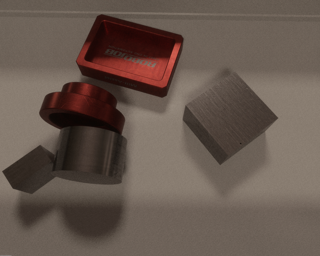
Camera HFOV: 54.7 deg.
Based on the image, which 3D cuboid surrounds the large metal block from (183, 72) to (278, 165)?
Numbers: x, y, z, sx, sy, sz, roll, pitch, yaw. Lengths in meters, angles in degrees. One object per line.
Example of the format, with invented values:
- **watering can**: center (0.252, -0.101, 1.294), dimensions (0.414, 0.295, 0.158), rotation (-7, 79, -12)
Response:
- **large metal block**: center (0.088, -0.012, 0.402), dimensions (0.080, 0.050, 0.080), rotation (-35, 74, -12)

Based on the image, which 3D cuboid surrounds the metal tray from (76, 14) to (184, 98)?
- **metal tray**: center (-0.041, -0.104, 0.444), dimensions (0.131, 0.030, 0.090), rotation (16, 71, 5)

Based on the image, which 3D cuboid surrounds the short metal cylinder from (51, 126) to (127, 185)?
- **short metal cylinder**: center (-0.082, 0.035, 0.367), dimensions (0.080, 0.080, 0.050), rotation (5, 70, 1)

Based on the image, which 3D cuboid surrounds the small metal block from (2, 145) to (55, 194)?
- **small metal block**: center (-0.150, 0.052, 0.375), dimensions (0.050, 0.050, 0.025), rotation (-37, 74, -11)

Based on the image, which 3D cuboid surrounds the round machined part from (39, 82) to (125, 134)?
- **round machined part**: center (-0.091, -0.022, 0.378), dimensions (0.099, 0.098, 0.042), rotation (11, 71, 3)
